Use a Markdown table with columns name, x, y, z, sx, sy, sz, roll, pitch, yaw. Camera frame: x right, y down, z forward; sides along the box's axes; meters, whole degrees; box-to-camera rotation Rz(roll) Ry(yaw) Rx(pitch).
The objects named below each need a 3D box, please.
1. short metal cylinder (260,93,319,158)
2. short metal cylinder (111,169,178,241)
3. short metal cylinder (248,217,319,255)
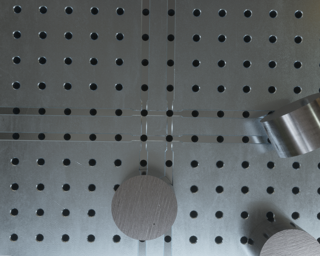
| name | x | y | z | sx | sy | sz | roll | pitch | yaw |
| --- | --- | --- | --- | --- | --- | --- | --- | --- | --- |
| short metal cylinder | 0.174 | -0.004 | 0.387 | 0.080 | 0.080 | 0.050 | -28 | 90 | 0 |
| short metal cylinder | -0.019 | 0.097 | 0.401 | 0.081 | 0.050 | 0.079 | 0 | 90 | 0 |
| short metal cylinder | 0.161 | 0.163 | 0.402 | 0.081 | 0.050 | 0.079 | 0 | 90 | 0 |
